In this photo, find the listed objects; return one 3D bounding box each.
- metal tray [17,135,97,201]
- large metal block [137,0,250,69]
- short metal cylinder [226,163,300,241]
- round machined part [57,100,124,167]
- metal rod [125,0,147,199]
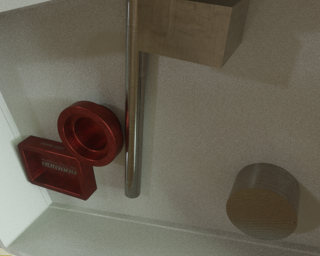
[{"bbox_3d":[-0.178,0.069,0.538,0.130,0.030,0.089,11,123,22],"label":"metal tray"},{"bbox_3d":[0.033,-0.101,0.292,0.080,0.080,0.050,17,125,18],"label":"large metal block"},{"bbox_3d":[0.127,0.090,0.381,0.080,0.050,0.079,13,124,20],"label":"short metal cylinder"},{"bbox_3d":[-0.095,0.004,0.449,0.098,0.042,0.097,13,124,20],"label":"round machined part"},{"bbox_3d":[-0.034,-0.021,0.411,0.025,0.025,0.298,17,125,18],"label":"metal rod"}]
